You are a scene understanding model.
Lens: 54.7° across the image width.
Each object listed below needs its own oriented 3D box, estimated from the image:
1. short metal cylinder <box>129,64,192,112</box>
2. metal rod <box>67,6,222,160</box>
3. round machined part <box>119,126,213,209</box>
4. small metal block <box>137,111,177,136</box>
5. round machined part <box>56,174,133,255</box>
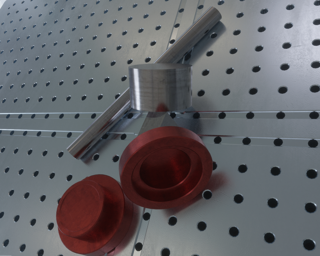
[{"bbox_3d":[0.001,-0.055,0.398,0.080,0.081,0.050,10,110,32],"label":"short metal cylinder"},{"bbox_3d":[-0.021,-0.068,0.461,0.300,0.025,0.025,-45,51,-4],"label":"metal rod"},{"bbox_3d":[0.004,0.039,0.339,0.098,0.098,0.042,-33,33,7],"label":"round machined part"},{"bbox_3d":[-0.001,0.012,0.385,0.025,0.050,0.050,10,67,33],"label":"small metal block"},{"bbox_3d":[-0.087,0.103,0.380,0.098,0.042,0.098,-13,56,21],"label":"round machined part"}]
